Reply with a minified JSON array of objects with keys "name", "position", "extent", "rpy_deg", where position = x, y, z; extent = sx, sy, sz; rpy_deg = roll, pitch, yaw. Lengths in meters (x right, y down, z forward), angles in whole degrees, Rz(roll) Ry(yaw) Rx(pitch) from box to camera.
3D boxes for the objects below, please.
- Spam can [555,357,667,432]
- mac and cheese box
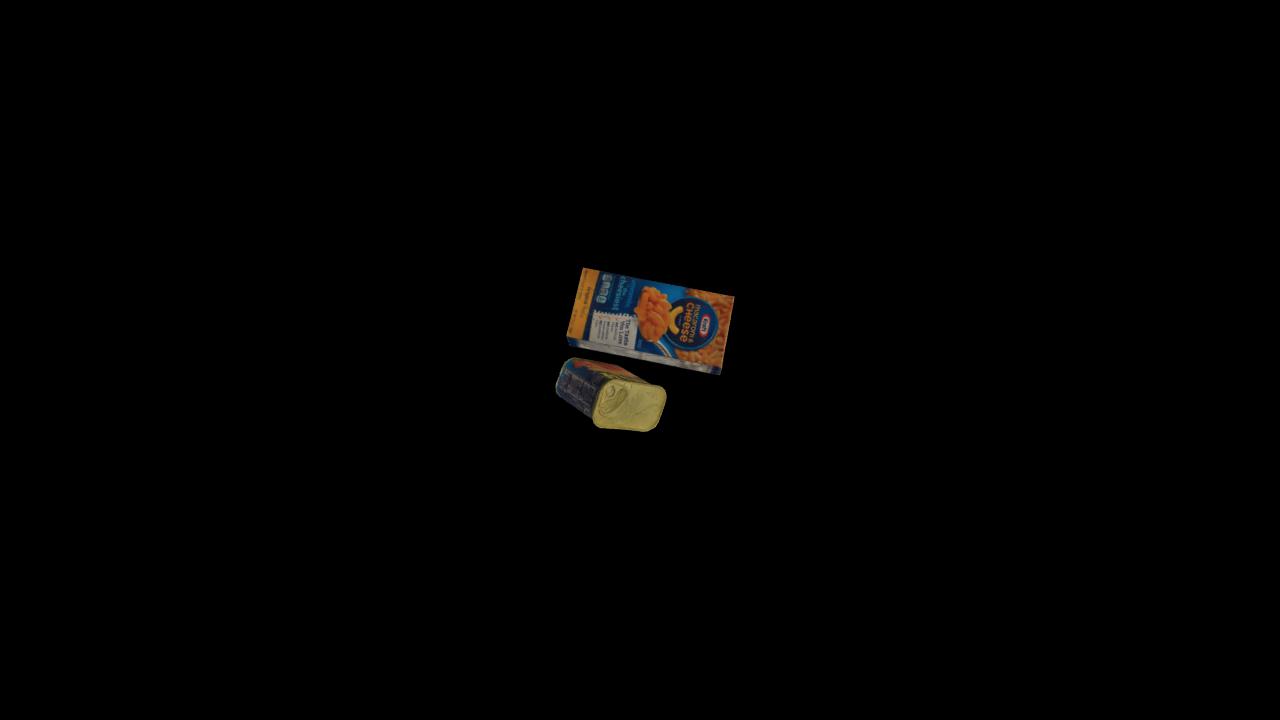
[{"name":"Spam can","position":[-0.035,0.039,0.716],"extent":[0.101,0.058,0.085],"rpy_deg":[12,10,-42]},{"name":"mac and cheese box","position":[0.013,-0.046,0.727],"extent":[0.184,0.093,0.041],"rpy_deg":[11,-18,4]}]
